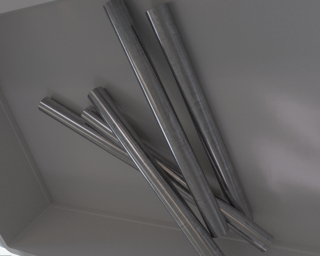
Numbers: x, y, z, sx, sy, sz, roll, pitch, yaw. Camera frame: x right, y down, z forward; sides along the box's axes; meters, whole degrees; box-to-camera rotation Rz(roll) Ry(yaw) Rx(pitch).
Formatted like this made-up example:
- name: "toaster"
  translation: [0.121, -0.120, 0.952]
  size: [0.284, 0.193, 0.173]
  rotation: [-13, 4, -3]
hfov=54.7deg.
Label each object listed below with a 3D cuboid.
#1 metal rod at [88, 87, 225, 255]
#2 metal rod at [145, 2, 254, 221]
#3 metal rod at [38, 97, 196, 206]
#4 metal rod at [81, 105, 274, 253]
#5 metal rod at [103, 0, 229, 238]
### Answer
- name: "metal rod"
  translation: [-0.001, 0.068, 0.393]
  size: [0.299, 0.025, 0.025]
  rotation: [53, 130, 13]
- name: "metal rod"
  translation: [0.056, -0.001, 0.378]
  size: [0.025, 0.025, 0.299]
  rotation: [-13, 112, 33]
- name: "metal rod"
  translation: [-0.051, 0.037, 0.458]
  size: [0.301, 0.025, 0.025]
  rotation: [30, 128, 8]
- name: "metal rod"
  translation: [0.014, 0.061, 0.419]
  size: [0.300, 0.025, 0.025]
  rotation: [35, 129, 12]
- name: "metal rod"
  translation: [0.010, -0.007, 0.365]
  size: [0.025, 0.025, 0.299]
  rotation: [-21, 97, 36]
